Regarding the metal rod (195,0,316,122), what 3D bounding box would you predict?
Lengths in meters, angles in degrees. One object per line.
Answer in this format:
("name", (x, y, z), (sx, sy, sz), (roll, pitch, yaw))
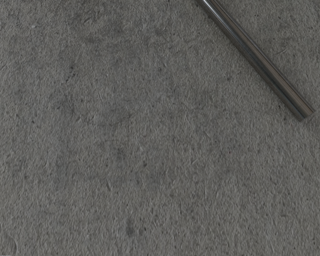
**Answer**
("metal rod", (0.117, -0.133, 0.457), (0.025, 0.025, 0.299), (-31, 73, -11))
